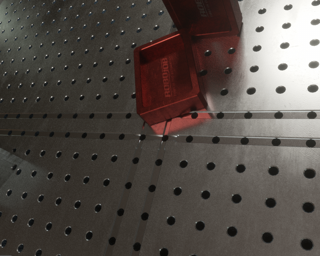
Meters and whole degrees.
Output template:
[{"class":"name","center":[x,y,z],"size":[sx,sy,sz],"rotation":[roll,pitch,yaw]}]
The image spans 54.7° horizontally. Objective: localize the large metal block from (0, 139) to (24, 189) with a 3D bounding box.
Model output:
[{"class":"large metal block","center":[-0.285,0.057,0.503],"size":[0.080,0.050,0.080],"rotation":[28,77,37]}]

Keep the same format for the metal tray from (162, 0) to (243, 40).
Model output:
[{"class":"metal tray","center":[0.053,-0.178,0.422],"size":[0.090,0.130,0.030],"rotation":[2,63,29]}]

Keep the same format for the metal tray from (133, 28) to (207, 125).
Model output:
[{"class":"metal tray","center":[0.011,-0.076,0.444],"size":[0.090,0.030,0.130],"rotation":[-18,55,17]}]
